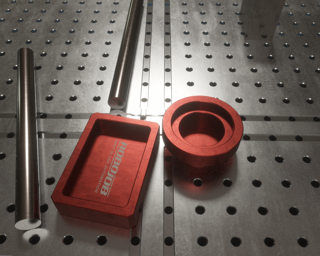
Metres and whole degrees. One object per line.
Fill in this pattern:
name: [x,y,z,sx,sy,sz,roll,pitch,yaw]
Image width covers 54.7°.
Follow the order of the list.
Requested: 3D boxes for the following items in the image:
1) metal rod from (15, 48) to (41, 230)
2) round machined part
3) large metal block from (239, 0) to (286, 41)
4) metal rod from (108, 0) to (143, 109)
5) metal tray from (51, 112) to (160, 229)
metal rod: [-0.178,-0.010,0.413,0.025,0.025,0.300,-12,51,-10]
round machined part: [0.052,0.008,0.391,0.099,0.042,0.098,0,50,0]
large metal block: [0.180,-0.214,0.555,0.050,0.080,0.080,2,50,1]
metal rod: [-0.053,-0.149,0.532,0.025,0.025,0.300,3,50,2]
metal tray: [-0.057,0.044,0.366,0.090,0.030,0.130,10,51,7]
